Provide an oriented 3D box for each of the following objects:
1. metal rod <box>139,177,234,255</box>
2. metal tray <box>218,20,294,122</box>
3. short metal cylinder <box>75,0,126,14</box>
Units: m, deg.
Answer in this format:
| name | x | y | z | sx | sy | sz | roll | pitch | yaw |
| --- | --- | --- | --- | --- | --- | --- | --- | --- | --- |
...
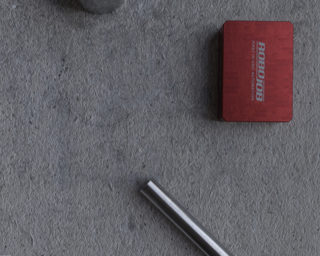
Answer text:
| name | x | y | z | sx | sy | sz | roll | pitch | yaw |
| --- | --- | --- | --- | --- | --- | --- | --- | --- | --- |
| metal rod | 0.090 | 0.178 | 0.411 | 0.300 | 0.025 | 0.025 | 44 | 90 | -1 |
| metal tray | 0.125 | -0.072 | 0.409 | 0.091 | 0.030 | 0.129 | 1 | 90 | -1 |
| short metal cylinder | -0.081 | -0.194 | 0.396 | 0.081 | 0.050 | 0.079 | 0 | 90 | -1 |
